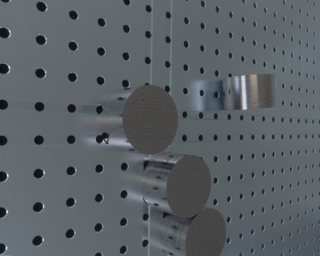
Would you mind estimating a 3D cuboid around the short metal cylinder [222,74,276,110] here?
[{"bbox_3d":[0.140,-0.056,0.490,0.081,0.080,0.050,-7,95,-40],"label":"short metal cylinder"}]

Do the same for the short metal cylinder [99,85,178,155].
[{"bbox_3d":[-0.025,-0.010,0.372,0.081,0.050,0.079,0,90,-40],"label":"short metal cylinder"}]

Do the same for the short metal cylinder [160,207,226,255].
[{"bbox_3d":[0.047,0.147,0.432,0.081,0.050,0.079,0,90,-40],"label":"short metal cylinder"}]

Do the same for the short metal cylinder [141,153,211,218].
[{"bbox_3d":[0.022,0.074,0.411,0.081,0.050,0.079,0,90,-40],"label":"short metal cylinder"}]
